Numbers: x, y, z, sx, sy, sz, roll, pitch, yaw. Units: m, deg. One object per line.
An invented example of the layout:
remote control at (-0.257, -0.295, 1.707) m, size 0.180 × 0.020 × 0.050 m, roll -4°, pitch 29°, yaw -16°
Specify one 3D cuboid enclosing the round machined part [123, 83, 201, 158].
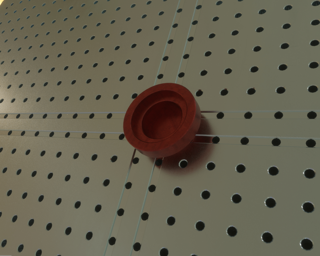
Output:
round machined part at (0.006, -0.006, 0.397) m, size 0.098 × 0.042 × 0.098 m, roll -13°, pitch 56°, yaw 20°
